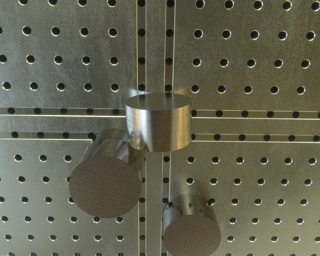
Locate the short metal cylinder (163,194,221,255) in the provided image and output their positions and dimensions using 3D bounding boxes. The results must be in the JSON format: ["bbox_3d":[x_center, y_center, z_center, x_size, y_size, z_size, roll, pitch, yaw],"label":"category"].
[{"bbox_3d":[0.045,0.145,0.454,0.081,0.050,0.079,0,110,-1],"label":"short metal cylinder"}]

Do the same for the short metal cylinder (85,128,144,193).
[{"bbox_3d":[-0.062,0.047,0.416,0.081,0.050,0.079,0,110,-1],"label":"short metal cylinder"}]

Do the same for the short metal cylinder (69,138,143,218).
[{"bbox_3d":[-0.061,0.058,0.367,0.081,0.050,0.079,0,110,-1],"label":"short metal cylinder"}]

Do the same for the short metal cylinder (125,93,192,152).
[{"bbox_3d":[-0.001,-0.010,0.381,0.081,0.080,0.050,-2,110,0],"label":"short metal cylinder"}]
